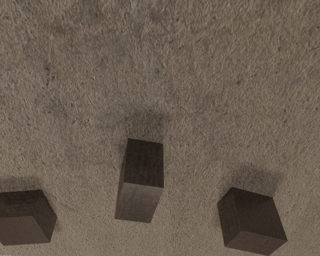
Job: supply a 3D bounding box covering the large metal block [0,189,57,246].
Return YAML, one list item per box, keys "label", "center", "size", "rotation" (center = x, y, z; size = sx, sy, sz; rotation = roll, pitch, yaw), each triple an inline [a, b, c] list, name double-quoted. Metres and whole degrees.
- label: "large metal block"
  center: [-0.229, 0.150, 0.515]
  size: [0.080, 0.050, 0.080]
  rotation: [-5, 130, 3]

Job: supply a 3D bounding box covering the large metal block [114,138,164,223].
- label: "large metal block"
  center: [-0.029, 0.074, 0.433]
  size: [0.050, 0.080, 0.079]
  rotation: [10, 129, -9]

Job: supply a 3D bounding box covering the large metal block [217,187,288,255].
- label: "large metal block"
  center: [0.146, 0.151, 0.502]
  size: [0.081, 0.080, 0.050]
  rotation: [17, 128, -15]
